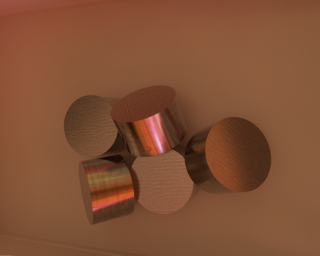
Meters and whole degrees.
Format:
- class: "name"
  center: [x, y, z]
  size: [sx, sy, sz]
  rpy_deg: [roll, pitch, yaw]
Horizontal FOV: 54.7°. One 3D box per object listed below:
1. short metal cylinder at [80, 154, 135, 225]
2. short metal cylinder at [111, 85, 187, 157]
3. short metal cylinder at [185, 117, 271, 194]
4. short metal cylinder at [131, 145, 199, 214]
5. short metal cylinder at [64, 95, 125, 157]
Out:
- class: "short metal cylinder"
  center: [-0.070, 0.077, 0.396]
  size: [0.050, 0.080, 0.080]
  rpy_deg: [-9, 86, -23]
- class: "short metal cylinder"
  center: [-0.013, -0.010, 0.375]
  size: [0.080, 0.080, 0.050]
  rpy_deg: [-8, 123, 19]
- class: "short metal cylinder"
  center: [0.075, 0.033, 0.347]
  size: [0.081, 0.050, 0.080]
  rpy_deg: [5, 74, -19]
- class: "short metal cylinder"
  center: [0.009, 0.062, 0.392]
  size: [0.080, 0.050, 0.079]
  rpy_deg: [0, 90, 19]
- class: "short metal cylinder"
  center: [-0.081, -0.003, 0.422]
  size: [0.080, 0.050, 0.079]
  rpy_deg: [0, 90, 19]
